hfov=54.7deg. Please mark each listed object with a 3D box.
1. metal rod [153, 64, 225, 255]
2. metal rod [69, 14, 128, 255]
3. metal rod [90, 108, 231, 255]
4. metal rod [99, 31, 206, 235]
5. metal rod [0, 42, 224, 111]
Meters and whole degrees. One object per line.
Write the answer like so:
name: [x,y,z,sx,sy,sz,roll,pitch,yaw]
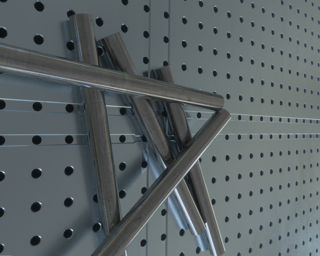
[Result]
metal rod: [0.047,0.056,0.450,0.025,0.025,0.298,-29,108,-37]
metal rod: [-0.067,0.026,0.354,0.025,0.025,0.298,-13,98,-40]
metal rod: [0.003,0.074,0.381,0.301,0.025,0.025,-46,118,-30]
metal rod: [-0.001,0.021,0.409,0.025,0.025,0.299,-38,113,-34]
metal rod: [-0.032,-0.049,0.352,0.302,0.025,0.025,6,86,-40]
